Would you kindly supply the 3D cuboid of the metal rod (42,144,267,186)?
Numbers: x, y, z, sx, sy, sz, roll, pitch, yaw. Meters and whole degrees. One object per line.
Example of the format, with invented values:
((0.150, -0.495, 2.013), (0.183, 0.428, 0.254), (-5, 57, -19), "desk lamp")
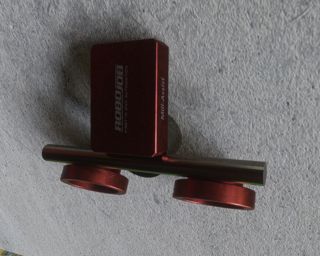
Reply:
((-0.027, 0.041, 0.383), (0.301, 0.025, 0.025), (2, 120, 26), "metal rod")

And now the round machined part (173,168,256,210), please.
((0.067, 0.072, 0.383), (0.099, 0.042, 0.098), (9, 164, 3), "round machined part")

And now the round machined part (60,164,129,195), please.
((-0.095, 0.069, 0.467), (0.099, 0.042, 0.098), (9, 159, 4), "round machined part")

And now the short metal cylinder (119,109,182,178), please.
((-0.017, 0.019, 0.412), (0.080, 0.050, 0.079), (13, 124, 20), "short metal cylinder")

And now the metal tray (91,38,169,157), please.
((-0.037, -0.034, 0.367), (0.090, 0.030, 0.129), (2, 93, 26), "metal tray")
